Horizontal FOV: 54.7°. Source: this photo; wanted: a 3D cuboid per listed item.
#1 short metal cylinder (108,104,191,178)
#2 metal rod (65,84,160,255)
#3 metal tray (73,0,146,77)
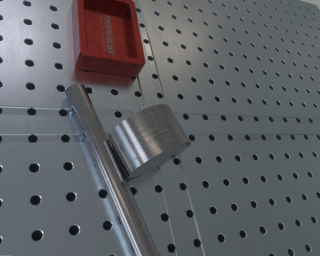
[{"bbox_3d":[-0.012,0.016,0.357,0.081,0.080,0.050,-20,73,-36],"label":"short metal cylinder"},{"bbox_3d":[-0.040,0.081,0.337,0.025,0.025,0.299,-15,70,-34],"label":"metal rod"},{"bbox_3d":[-0.076,-0.139,0.448,0.091,0.030,0.130,4,60,-26],"label":"metal tray"}]
